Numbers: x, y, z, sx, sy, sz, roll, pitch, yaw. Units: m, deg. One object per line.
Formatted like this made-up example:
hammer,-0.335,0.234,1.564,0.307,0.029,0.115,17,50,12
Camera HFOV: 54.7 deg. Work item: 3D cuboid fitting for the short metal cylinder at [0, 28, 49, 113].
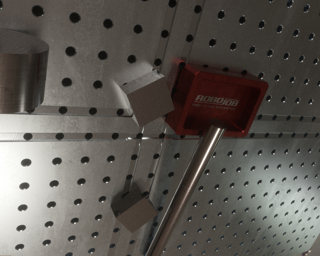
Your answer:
short metal cylinder,-0.141,-0.053,0.267,0.081,0.080,0.050,1,118,-29

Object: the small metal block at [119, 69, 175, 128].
small metal block,-0.015,-0.036,0.382,0.050,0.025,0.050,-28,128,-11

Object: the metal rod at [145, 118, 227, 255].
metal rod,0.029,0.116,0.479,0.025,0.025,0.298,2,124,-30

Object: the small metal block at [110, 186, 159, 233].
small metal block,-0.038,0.125,0.469,0.050,0.025,0.050,-35,129,-5

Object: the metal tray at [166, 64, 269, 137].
metal tray,0.081,-0.034,0.433,0.131,0.030,0.089,3,117,-30
